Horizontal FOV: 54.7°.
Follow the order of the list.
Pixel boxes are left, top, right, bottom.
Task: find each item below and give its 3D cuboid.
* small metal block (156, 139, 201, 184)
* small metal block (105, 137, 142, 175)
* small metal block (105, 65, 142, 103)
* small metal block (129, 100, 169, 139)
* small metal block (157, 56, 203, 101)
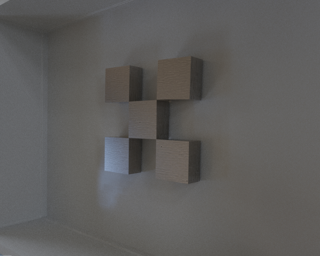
[{"bbox_3d":[0.022,0.040,0.386,0.050,0.025,0.050,2,91,40],"label":"small metal block"},{"bbox_3d":[-0.054,0.038,0.449,0.050,0.025,0.050,1,91,40],"label":"small metal block"},{"bbox_3d":[-0.053,-0.062,0.448,0.050,0.025,0.050,2,92,40],"label":"small metal block"},{"bbox_3d":[-0.015,-0.011,0.417,0.050,0.025,0.050,1,91,40],"label":"small metal block"},{"bbox_3d":[0.024,-0.060,0.384,0.050,0.025,0.050,3,92,40],"label":"small metal block"}]
